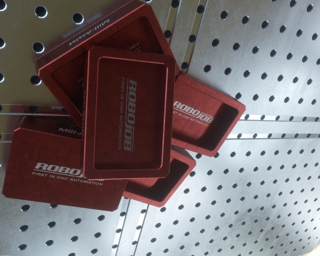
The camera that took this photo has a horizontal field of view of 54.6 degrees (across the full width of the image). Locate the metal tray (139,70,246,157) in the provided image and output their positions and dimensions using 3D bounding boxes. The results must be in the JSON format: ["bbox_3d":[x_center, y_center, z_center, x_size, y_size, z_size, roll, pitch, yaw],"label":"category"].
[{"bbox_3d":[0.045,-0.017,0.420,0.131,0.030,0.090,19,109,-36],"label":"metal tray"}]

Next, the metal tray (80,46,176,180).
[{"bbox_3d":[-0.034,-0.014,0.325,0.091,0.030,0.129,2,93,-21],"label":"metal tray"}]

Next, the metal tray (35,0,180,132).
[{"bbox_3d":[-0.052,-0.065,0.337,0.130,0.030,0.090,-34,128,-6],"label":"metal tray"}]

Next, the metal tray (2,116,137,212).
[{"bbox_3d":[-0.102,0.045,0.358,0.131,0.030,0.089,13,113,-19],"label":"metal tray"}]

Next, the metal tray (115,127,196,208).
[{"bbox_3d":[-0.022,0.054,0.427,0.131,0.030,0.090,28,103,-38],"label":"metal tray"}]
